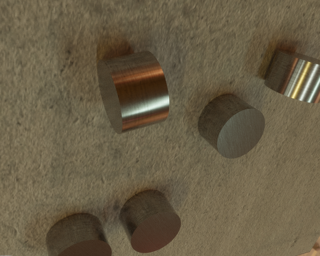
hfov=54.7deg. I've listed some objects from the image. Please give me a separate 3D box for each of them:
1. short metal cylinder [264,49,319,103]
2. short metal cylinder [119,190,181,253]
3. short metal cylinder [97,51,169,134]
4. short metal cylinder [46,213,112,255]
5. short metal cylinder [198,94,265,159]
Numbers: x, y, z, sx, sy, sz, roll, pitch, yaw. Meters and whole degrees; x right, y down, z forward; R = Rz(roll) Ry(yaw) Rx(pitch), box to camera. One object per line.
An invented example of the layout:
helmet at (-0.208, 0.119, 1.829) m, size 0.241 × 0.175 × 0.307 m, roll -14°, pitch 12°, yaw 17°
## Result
short metal cylinder at (0.195, -0.074, 0.435) m, size 0.081 × 0.080 × 0.050 m, roll 1°, pitch 118°, yaw -29°
short metal cylinder at (-0.015, 0.142, 0.472) m, size 0.081 × 0.050 × 0.079 m, roll -14°, pitch 125°, yaw -21°
short metal cylinder at (-0.030, -0.038, 0.332) m, size 0.050 × 0.080 × 0.079 m, roll -16°, pitch 125°, yaw -20°
short metal cylinder at (-0.114, 0.167, 0.433) m, size 0.081 × 0.050 × 0.079 m, roll -14°, pitch 125°, yaw -21°
short metal cylinder at (0.103, -0.003, 0.447) m, size 0.081 × 0.050 × 0.079 m, roll -14°, pitch 125°, yaw -21°
